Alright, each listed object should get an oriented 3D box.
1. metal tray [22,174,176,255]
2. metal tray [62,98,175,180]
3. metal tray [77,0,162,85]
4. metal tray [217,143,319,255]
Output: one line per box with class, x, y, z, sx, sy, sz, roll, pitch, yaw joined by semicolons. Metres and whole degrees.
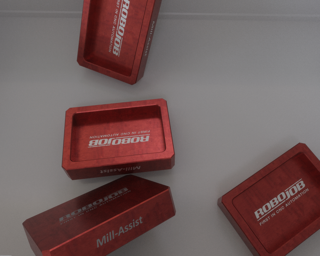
metal tray;-0.061;0.092;0.316;0.131;0.090;0.030;-21;103;-32
metal tray;-0.052;0.012;0.391;0.131;0.030;0.090;-6;56;-3
metal tray;-0.055;-0.132;0.406;0.090;0.129;0.030;21;33;7
metal tray;0.148;0.089;0.375;0.131;0.030;0.090;-32;73;-11
